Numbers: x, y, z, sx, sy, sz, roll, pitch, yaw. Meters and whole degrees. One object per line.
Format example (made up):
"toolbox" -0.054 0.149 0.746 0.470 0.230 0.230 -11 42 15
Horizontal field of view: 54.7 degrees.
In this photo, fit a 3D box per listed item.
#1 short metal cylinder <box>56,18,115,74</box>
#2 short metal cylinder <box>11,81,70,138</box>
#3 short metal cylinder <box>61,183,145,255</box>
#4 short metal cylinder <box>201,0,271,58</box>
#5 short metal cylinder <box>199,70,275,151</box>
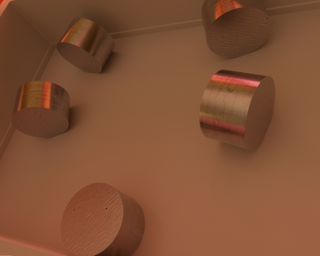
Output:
"short metal cylinder" -0.122 -0.135 0.515 0.080 0.080 0.050 12 68 33
"short metal cylinder" -0.182 -0.027 0.481 0.080 0.080 0.050 -19 55 17
"short metal cylinder" -0.064 0.109 0.355 0.080 0.050 0.080 -13 56 20
"short metal cylinder" 0.097 -0.139 0.404 0.080 0.080 0.050 -16 55 18
"short metal cylinder" 0.086 -0.020 0.337 0.050 0.080 0.080 17 71 34
